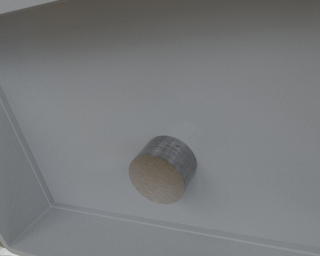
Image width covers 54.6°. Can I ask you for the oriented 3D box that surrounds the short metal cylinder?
[{"bbox_3d":[0.005,0.057,0.426,0.080,0.050,0.080,13,124,21],"label":"short metal cylinder"}]
